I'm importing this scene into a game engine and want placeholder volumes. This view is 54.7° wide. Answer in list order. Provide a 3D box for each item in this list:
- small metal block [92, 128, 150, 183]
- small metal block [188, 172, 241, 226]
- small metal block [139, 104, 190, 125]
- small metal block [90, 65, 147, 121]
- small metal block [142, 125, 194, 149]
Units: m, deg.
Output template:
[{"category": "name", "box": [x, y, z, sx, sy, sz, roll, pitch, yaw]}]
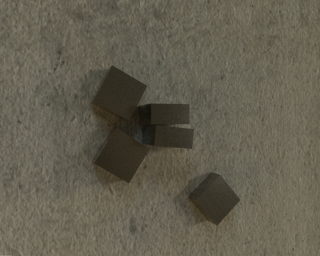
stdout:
[{"category": "small metal block", "box": [-0.050, 0.034, 0.391, 0.050, 0.025, 0.050, 34, 79, -17]}, {"category": "small metal block", "box": [0.077, 0.100, 0.439, 0.050, 0.025, 0.050, -43, 104, -15]}, {"category": "small metal block", "box": [0.004, -0.017, 0.398, 0.050, 0.050, 0.025, -1, 91, -20]}, {"category": "small metal block", "box": [-0.052, -0.043, 0.390, 0.050, 0.025, 0.050, 29, 80, -18]}, {"category": "small metal block", "box": [0.009, 0.011, 0.400, 0.050, 0.050, 0.025, 6, 88, -20]}]
